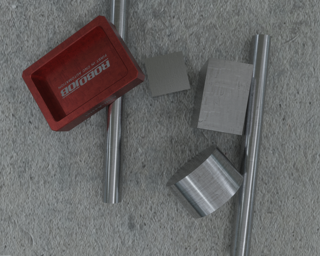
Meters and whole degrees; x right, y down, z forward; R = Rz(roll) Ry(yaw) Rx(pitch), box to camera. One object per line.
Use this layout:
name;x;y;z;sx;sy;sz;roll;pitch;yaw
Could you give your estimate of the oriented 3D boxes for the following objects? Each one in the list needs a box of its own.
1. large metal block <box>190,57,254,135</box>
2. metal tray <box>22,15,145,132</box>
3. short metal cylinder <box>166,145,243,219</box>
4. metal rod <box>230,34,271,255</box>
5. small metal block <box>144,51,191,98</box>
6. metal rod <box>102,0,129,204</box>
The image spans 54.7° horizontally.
large metal block;0.073;-0.036;0.383;0.050;0.080;0.080;10;90;0
metal tray;-0.097;-0.065;0.388;0.130;0.030;0.090;-32;83;10
short metal cylinder;0.055;0.065;0.383;0.080;0.080;0.050;-39;91;0
metal rod;0.120;0.028;0.411;0.025;0.025;0.298;6;90;-1
small metal block;0.009;-0.070;0.410;0.050;0.025;0.050;-12;90;-1
metal rod;-0.058;-0.052;0.409;0.025;0.025;0.298;2;90;-1
